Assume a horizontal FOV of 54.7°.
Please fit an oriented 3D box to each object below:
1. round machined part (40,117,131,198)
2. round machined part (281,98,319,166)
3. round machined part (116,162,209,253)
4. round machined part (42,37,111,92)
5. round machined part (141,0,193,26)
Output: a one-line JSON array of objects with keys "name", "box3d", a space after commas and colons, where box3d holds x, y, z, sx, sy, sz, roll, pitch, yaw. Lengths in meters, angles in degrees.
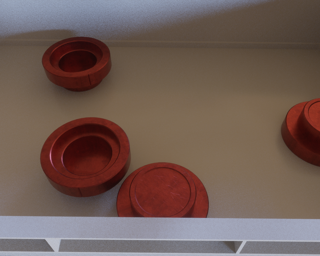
[{"name": "round machined part", "box3d": [-0.083, 0.037, 0.362, 0.099, 0.042, 0.098, 0, 50, 0]}, {"name": "round machined part", "box3d": [0.212, -0.001, 0.397, 0.099, 0.042, 0.098, 0, 50, 0]}, {"name": "round machined part", "box3d": [0.003, 0.077, 0.330, 0.099, 0.042, 0.098, 0, 50, 0]}, {"name": "round machined part", "box3d": [-0.123, -0.093, 0.471, 0.099, 0.042, 0.098, 0, 50, 0]}, {"name": "round machined part", "box3d": [0.012, -0.232, 0.592, 0.099, 0.042, 0.098, 0, 50, 0]}]
